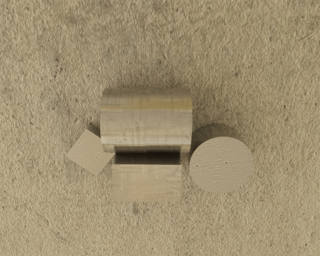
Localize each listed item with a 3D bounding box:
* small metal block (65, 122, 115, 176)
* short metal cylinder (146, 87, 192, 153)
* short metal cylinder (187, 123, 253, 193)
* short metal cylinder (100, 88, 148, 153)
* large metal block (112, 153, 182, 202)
[{"bbox_3d":[-0.090,0.029,0.421,0.050,0.025,0.050,36,106,-13],"label":"small metal block"},{"bbox_3d":[0.010,-0.010,0.379,0.050,0.080,0.079,1,110,0],"label":"short metal cylinder"},{"bbox_3d":[0.077,0.039,0.412,0.081,0.050,0.079,0,110,0],"label":"short metal cylinder"},{"bbox_3d":[-0.040,-0.009,0.378,0.050,0.080,0.079,1,110,0],"label":"short metal cylinder"},{"bbox_3d":[-0.015,0.051,0.401,0.081,0.080,0.050,1,110,-1],"label":"large metal block"}]
